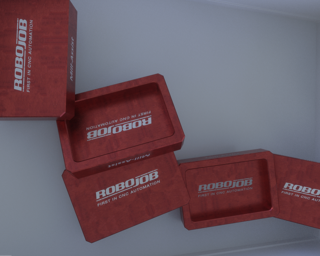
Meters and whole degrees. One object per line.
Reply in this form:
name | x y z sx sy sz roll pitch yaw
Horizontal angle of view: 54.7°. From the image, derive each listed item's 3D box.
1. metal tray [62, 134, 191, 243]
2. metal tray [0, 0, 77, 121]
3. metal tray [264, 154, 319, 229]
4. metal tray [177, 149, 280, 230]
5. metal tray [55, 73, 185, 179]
metal tray | -0.039 0.070 0.376 0.131 0.030 0.090 -20 91 -9
metal tray | -0.140 -0.074 0.333 0.091 0.030 0.129 0 84 2
metal tray | 0.217 0.093 0.445 0.130 0.030 0.089 11 91 19
metal tray | 0.090 0.082 0.423 0.131 0.030 0.089 -7 93 -5
metal tray | -0.047 -0.004 0.356 0.131 0.030 0.090 -16 69 -7
